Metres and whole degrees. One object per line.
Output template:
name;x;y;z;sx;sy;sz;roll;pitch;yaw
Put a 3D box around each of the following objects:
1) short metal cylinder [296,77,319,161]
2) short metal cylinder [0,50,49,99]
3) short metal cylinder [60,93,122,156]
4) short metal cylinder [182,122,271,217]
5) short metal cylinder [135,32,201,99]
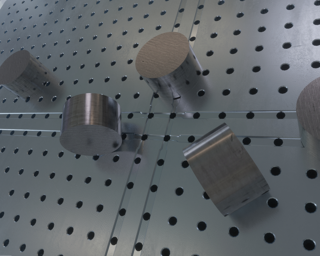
short metal cylinder;0.179;-0.009;0.303;0.080;0.050;0.080;-13;56;21
short metal cylinder;-0.262;-0.102;0.592;0.080;0.050;0.080;-13;56;21
short metal cylinder;-0.093;-0.003;0.424;0.080;0.080;0.050;-18;55;18
short metal cylinder;0.066;0.041;0.313;0.050;0.080;0.080;-33;52;7
short metal cylinder;0.012;-0.089;0.440;0.080;0.050;0.080;-13;56;21
